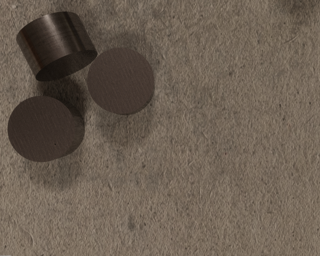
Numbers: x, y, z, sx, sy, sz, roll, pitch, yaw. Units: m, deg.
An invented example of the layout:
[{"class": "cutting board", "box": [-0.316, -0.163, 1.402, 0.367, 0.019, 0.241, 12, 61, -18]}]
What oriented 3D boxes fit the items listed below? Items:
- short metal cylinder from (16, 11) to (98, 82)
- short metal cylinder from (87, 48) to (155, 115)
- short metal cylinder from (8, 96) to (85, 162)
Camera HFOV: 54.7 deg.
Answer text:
[{"class": "short metal cylinder", "box": [-0.125, -0.098, 0.381, 0.080, 0.080, 0.050, -27, 90, 0]}, {"class": "short metal cylinder", "box": [-0.047, -0.057, 0.397, 0.081, 0.050, 0.079, 0, 90, -1]}, {"class": "short metal cylinder", "box": [-0.142, 0.001, 0.396, 0.081, 0.050, 0.079, 0, 90, -1]}]
